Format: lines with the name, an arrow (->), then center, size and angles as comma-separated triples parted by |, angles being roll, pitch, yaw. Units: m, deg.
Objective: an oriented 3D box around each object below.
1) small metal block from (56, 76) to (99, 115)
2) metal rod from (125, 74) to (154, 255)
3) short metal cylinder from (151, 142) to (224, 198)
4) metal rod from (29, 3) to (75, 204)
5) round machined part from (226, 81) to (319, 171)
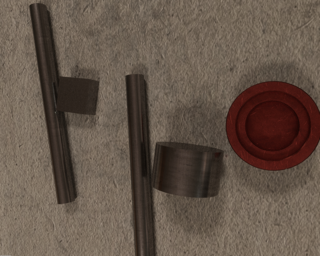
small metal block -> -0.120, -0.047, 0.450 | 0.050, 0.025, 0.050 | 8, 93, 19
metal rod -> -0.026, 0.078, 0.417 | 0.025, 0.025, 0.298 | -4, 89, 19
short metal cylinder -> 0.032, 0.047, 0.368 | 0.080, 0.080, 0.050 | 8, 93, 19
metal rod -> -0.162, -0.038, 0.464 | 0.025, 0.025, 0.298 | -11, 87, 19
round machined part -> 0.128, -0.002, 0.355 | 0.098, 0.042, 0.097 | 0, 90, 19
